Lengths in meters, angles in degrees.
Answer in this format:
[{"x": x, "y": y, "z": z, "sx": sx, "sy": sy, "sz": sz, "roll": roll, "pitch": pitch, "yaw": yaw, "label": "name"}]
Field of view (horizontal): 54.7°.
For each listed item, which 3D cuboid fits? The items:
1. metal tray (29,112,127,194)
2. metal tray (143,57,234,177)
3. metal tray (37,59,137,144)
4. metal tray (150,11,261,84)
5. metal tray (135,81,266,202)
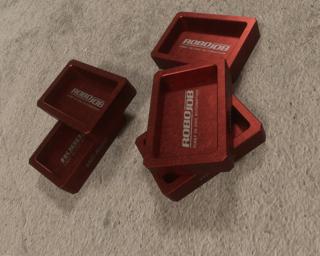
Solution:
[{"x": -0.120, "y": 0.018, "z": 0.450, "sx": 0.090, "sy": 0.030, "sz": 0.130, "roll": 24, "pitch": 74, "yaw": 36, "label": "metal tray"}, {"x": 0.034, "y": -0.013, "z": 0.350, "sx": 0.090, "sy": 0.030, "sz": 0.130, "roll": -8, "pitch": 58, "yaw": 23, "label": "metal tray"}, {"x": -0.107, "y": -0.043, "z": 0.441, "sx": 0.130, "sy": 0.030, "sz": 0.090, "roll": 25, "pitch": 75, "yaw": 36, "label": "metal tray"}, {"x": 0.062, "y": -0.117, "z": 0.439, "sx": 0.130, "sy": 0.030, "sz": 0.090, "roll": 20, "pitch": 72, "yaw": 35, "label": "metal tray"}, {"x": 0.044, "y": 0.014, "z": 0.367, "sx": 0.130, "sy": 0.030, "sz": 0.090, "roll": -36, "pitch": 51, "yaw": 4, "label": "metal tray"}]
